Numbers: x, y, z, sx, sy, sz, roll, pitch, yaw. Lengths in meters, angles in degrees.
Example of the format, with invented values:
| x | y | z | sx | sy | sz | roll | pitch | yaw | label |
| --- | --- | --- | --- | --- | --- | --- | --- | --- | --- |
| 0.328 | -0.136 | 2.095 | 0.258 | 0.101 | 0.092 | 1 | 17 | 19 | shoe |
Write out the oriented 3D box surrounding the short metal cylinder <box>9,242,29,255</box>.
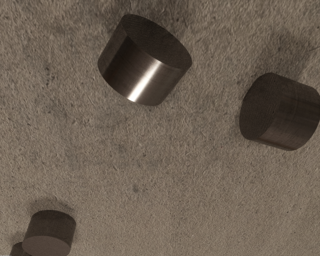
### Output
| x | y | z | sx | sy | sz | roll | pitch | yaw | label |
| --- | --- | --- | --- | --- | --- | --- | --- | --- | --- |
| -0.261 | 0.270 | 0.617 | 0.081 | 0.050 | 0.079 | 0 | 130 | 0 | short metal cylinder |

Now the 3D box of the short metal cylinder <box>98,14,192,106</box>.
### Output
| x | y | z | sx | sy | sz | roll | pitch | yaw | label |
| --- | --- | --- | --- | --- | --- | --- | --- | --- | --- |
| -0.015 | -0.068 | 0.313 | 0.080 | 0.080 | 0.050 | 26 | 125 | -21 | short metal cylinder |

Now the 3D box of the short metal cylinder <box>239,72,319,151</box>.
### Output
| x | y | z | sx | sy | sz | roll | pitch | yaw | label |
| --- | --- | --- | --- | --- | --- | --- | --- | --- | --- |
| 0.136 | -0.018 | 0.358 | 0.050 | 0.080 | 0.079 | 16 | 128 | -14 | short metal cylinder |

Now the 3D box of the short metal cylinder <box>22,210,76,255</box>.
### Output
| x | y | z | sx | sy | sz | roll | pitch | yaw | label |
| --- | --- | --- | --- | --- | --- | --- | --- | --- | --- |
| -0.195 | 0.190 | 0.550 | 0.081 | 0.050 | 0.079 | 0 | 130 | 0 | short metal cylinder |
